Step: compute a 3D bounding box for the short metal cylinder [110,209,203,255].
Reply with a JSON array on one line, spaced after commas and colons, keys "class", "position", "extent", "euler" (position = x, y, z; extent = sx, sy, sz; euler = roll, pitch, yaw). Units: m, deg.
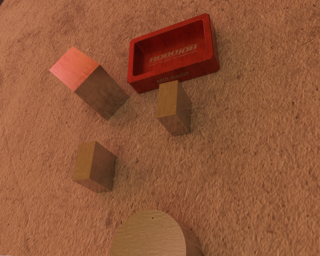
[{"class": "short metal cylinder", "position": [-0.003, 0.128, 0.311], "extent": [0.080, 0.050, 0.080], "euler": [-13, 56, 21]}]

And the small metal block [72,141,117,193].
[{"class": "small metal block", "position": [-0.083, 0.051, 0.400], "extent": [0.025, 0.050, 0.050], "euler": [-11, 57, 23]}]

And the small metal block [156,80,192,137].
[{"class": "small metal block", "position": [0.019, -0.024, 0.392], "extent": [0.025, 0.050, 0.050], "euler": [-9, 58, 23]}]

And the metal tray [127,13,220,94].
[{"class": "metal tray", "position": [0.017, -0.109, 0.458], "extent": [0.130, 0.030, 0.090], "euler": [-13, 56, 20]}]

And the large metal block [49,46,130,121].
[{"class": "large metal block", "position": [-0.105, -0.066, 0.464], "extent": [0.050, 0.080, 0.080], "euler": [-49, 51, -6]}]
